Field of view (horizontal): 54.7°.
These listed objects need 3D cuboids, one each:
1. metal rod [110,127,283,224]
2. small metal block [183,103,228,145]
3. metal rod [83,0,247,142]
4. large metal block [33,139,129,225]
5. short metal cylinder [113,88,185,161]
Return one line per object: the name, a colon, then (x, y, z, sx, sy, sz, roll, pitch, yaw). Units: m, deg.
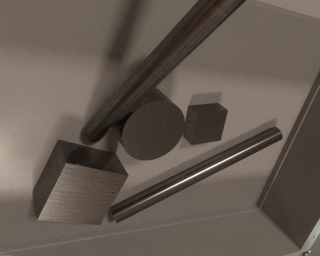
metal rod: (0.066, 0.069, 0.488, 0.302, 0.025, 0.025, -24, 128, -14)
small metal block: (0.064, -0.006, 0.442, 0.050, 0.025, 0.050, -7, 122, -25)
metal rod: (0.006, -0.062, 0.272, 0.025, 0.025, 0.299, 13, 145, -34)
large metal block: (-0.099, 0.069, 0.382, 0.080, 0.050, 0.080, 19, 108, -36)
short metal cylinder: (-0.017, -0.007, 0.380, 0.081, 0.050, 0.079, -14, 125, -21)
